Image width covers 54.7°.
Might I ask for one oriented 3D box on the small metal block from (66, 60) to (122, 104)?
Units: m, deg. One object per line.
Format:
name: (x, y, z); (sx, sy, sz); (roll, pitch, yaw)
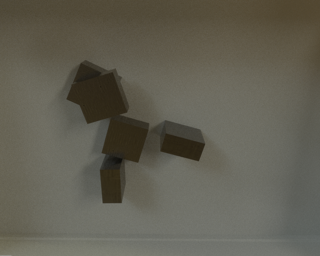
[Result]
small metal block: (-0.083, -0.051, 0.392); (0.050, 0.025, 0.050); (25, 108, -9)

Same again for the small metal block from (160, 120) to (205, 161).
small metal block: (0.028, 0.015, 0.404); (0.050, 0.050, 0.025); (15, 110, -6)

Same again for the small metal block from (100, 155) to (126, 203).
small metal block: (-0.063, 0.067, 0.422); (0.025, 0.050, 0.050); (0, 110, 0)

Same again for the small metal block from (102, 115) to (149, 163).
small metal block: (-0.046, 0.013, 0.416); (0.050, 0.025, 0.050); (16, 109, -6)

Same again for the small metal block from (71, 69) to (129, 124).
small metal block: (-0.070, -0.038, 0.370); (0.050, 0.025, 0.050); (-16, 110, 5)
